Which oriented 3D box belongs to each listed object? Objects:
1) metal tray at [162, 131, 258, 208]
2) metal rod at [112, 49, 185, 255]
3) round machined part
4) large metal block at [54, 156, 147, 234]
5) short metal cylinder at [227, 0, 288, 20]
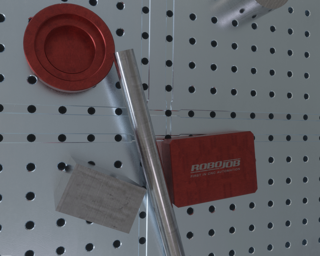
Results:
[{"bbox_3d":[0.072,0.054,0.437,0.131,0.030,0.089,-5,92,-20],"label":"metal tray"},{"bbox_3d":[-0.008,0.053,0.389,0.025,0.025,0.298,-18,104,-19],"label":"metal rod"},{"bbox_3d":[-0.106,-0.090,0.364,0.099,0.042,0.097,0,90,-20],"label":"round machined part"},{"bbox_3d":[-0.072,0.074,0.357,0.080,0.080,0.050,25,82,-19],"label":"large metal block"},{"bbox_3d":[0.143,-0.205,0.452,0.081,0.050,0.079,0,90,-20],"label":"short metal cylinder"}]
